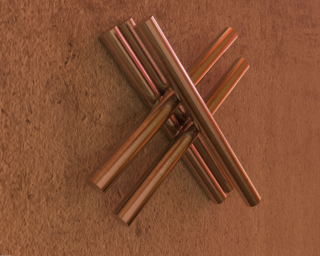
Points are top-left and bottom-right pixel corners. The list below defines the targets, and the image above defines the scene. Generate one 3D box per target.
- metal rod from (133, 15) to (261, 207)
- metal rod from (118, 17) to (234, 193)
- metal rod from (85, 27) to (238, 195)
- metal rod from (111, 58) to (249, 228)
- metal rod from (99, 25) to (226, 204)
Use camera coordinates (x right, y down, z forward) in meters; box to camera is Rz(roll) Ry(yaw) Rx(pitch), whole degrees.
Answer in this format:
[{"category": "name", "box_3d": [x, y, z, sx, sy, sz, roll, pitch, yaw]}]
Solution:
[{"category": "metal rod", "box_3d": [0.060, -0.003, 0.393, 0.025, 0.025, 0.299, -51, 120, -28]}, {"category": "metal rod", "box_3d": [0.032, -0.015, 0.435, 0.025, 0.025, 0.299, -50, 120, -29]}, {"category": "metal rod", "box_3d": [0.019, -0.040, 0.391, 0.301, 0.025, 0.025, -49, 120, -29]}, {"category": "metal rod", "box_3d": [0.042, 0.001, 0.411, 0.301, 0.025, 0.025, -49, 120, -29]}, {"category": "metal rod", "box_3d": [0.016, -0.001, 0.422, 0.025, 0.025, 0.299, -50, 120, -29]}]
